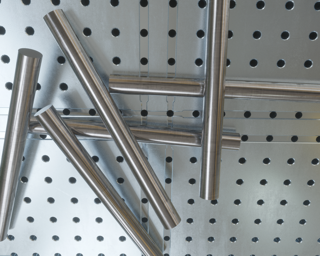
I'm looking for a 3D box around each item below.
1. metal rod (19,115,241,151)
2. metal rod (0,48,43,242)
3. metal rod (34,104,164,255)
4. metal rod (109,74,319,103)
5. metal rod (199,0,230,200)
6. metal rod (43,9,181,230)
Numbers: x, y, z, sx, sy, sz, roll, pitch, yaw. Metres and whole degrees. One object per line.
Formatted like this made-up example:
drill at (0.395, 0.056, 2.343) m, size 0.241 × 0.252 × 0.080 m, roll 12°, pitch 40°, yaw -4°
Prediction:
metal rod at (-0.044, 0.006, 0.415) m, size 0.302 × 0.025 × 0.025 m, roll 5°, pitch 110°, yaw -2°
metal rod at (-0.193, 0.041, 0.405) m, size 0.025 × 0.025 × 0.298 m, roll 19°, pitch 117°, yaw -7°
metal rod at (-0.070, 0.096, 0.432) m, size 0.025 × 0.025 × 0.299 m, roll -27°, pitch 114°, yaw 9°
metal rod at (0.088, -0.049, 0.395) m, size 0.302 × 0.025 × 0.025 m, roll 3°, pitch 110°, yaw -1°
metal rod at (0.065, -0.060, 0.366) m, size 0.025 × 0.025 × 0.298 m, roll 1°, pitch 101°, yaw -1°
metal rod at (-0.054, -0.004, 0.386) m, size 0.025 × 0.025 × 0.299 m, roll -27°, pitch 99°, yaw 9°
